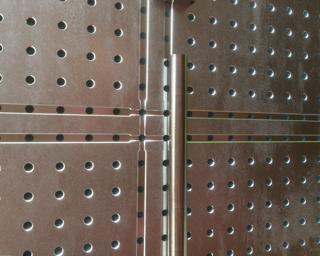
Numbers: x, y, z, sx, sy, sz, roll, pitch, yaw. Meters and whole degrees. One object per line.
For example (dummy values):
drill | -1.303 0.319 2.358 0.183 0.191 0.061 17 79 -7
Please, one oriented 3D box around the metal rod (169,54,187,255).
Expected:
metal rod | 0.025 0.051 0.422 0.025 0.025 0.298 0 90 -20

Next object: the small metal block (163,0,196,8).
small metal block | 0.024 -0.199 0.422 0.050 0.025 0.050 9 87 -20
